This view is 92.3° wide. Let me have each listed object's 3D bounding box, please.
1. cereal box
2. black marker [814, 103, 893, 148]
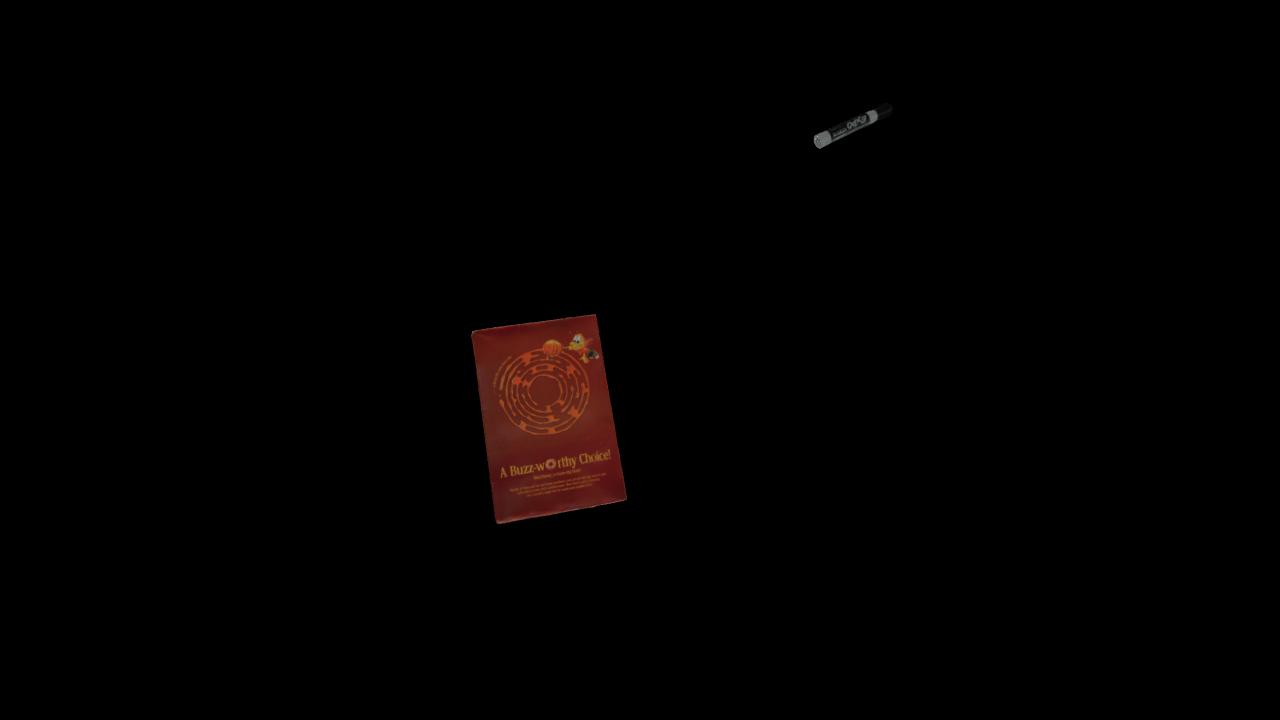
[{"bbox_3d":[-0.146,0.089,0.982,0.203,0.306,0.081,-9,-12,-9],"label":"cereal box"},{"bbox_3d":[0.289,-0.318,0.829,0.121,0.020,0.020,-27,5,-10],"label":"black marker"}]
